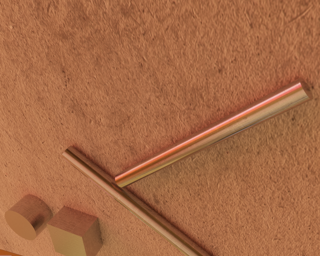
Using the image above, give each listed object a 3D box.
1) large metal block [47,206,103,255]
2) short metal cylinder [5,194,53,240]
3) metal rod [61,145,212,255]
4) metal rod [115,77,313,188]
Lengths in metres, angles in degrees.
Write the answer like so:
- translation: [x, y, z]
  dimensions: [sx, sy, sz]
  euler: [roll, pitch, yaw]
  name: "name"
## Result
- translation: [-0.163, 0.208, 0.603]
  dimensions: [0.080, 0.050, 0.079]
  euler: [11, 123, 21]
  name: "large metal block"
- translation: [-0.273, 0.186, 0.646]
  dimensions: [0.080, 0.050, 0.079]
  euler: [13, 124, 20]
  name: "short metal cylinder"
- translation: [-0.035, 0.131, 0.503]
  dimensions: [0.300, 0.025, 0.025]
  euler: [38, 129, 2]
  name: "metal rod"
- translation: [0.042, 0.021, 0.396]
  dimensions: [0.299, 0.025, 0.025]
  euler: [-31, 102, 37]
  name: "metal rod"
